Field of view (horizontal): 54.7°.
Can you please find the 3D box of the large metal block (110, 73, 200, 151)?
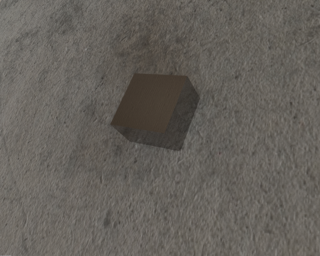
[{"bbox_3d":[-0.004,-0.022,0.403,0.080,0.050,0.080,9,66,31],"label":"large metal block"}]
